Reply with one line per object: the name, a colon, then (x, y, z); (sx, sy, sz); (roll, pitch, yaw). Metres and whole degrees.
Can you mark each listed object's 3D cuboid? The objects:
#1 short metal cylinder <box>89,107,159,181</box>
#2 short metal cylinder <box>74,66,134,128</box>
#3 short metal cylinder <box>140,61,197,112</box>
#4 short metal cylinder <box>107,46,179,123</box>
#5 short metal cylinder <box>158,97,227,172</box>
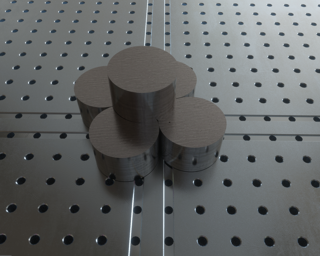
short metal cylinder: (-0.041, 0.017, 0.375); (0.081, 0.050, 0.080); (0, 50, 0)
short metal cylinder: (-0.071, -0.040, 0.423); (0.081, 0.050, 0.080); (0, 50, 0)
short metal cylinder: (0.009, -0.051, 0.433); (0.081, 0.050, 0.080); (0, 50, 0)
short metal cylinder: (-0.020, -0.053, 0.368); (0.081, 0.050, 0.080); (1, 51, -1)
short metal cylinder: (0.038, 0.007, 0.385); (0.081, 0.050, 0.080); (0, 50, 0)
